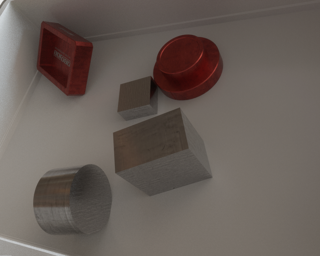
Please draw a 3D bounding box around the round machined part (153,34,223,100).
[{"bbox_3d":[0.034,-0.091,0.431,0.098,0.042,0.098,-13,56,20],"label":"round machined part"}]

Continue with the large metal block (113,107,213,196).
[{"bbox_3d":[0.004,0.031,0.348,0.080,0.080,0.050,-20,54,16],"label":"large metal block"}]

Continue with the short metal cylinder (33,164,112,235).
[{"bbox_3d":[-0.101,0.086,0.369,0.050,0.080,0.080,-9,58,23],"label":"short metal cylinder"}]

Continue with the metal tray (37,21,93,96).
[{"bbox_3d":[-0.167,-0.120,0.529,0.130,0.030,0.089,36,120,38],"label":"metal tray"}]

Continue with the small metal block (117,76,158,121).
[{"bbox_3d":[-0.031,-0.042,0.447,0.050,0.025,0.050,-12,57,21],"label":"small metal block"}]
